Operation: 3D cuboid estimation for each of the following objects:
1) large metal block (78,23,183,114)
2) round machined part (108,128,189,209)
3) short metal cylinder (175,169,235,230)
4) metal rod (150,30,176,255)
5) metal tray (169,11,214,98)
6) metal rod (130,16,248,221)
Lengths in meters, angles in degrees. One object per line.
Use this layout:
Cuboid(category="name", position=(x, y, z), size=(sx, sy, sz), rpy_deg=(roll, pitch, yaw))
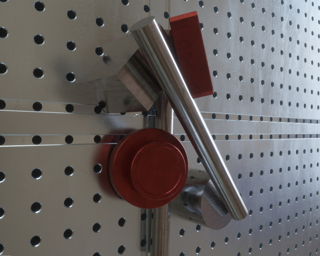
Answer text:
Cuboid(category="large metal block", position=(-0.032, -0.064, 0.349), size=(0.050, 0.080, 0.080), rpy_deg=(49, 61, -29))
Cuboid(category="round machined part", position=(-0.009, 0.049, 0.372), size=(0.099, 0.042, 0.097), rpy_deg=(0, 90, -23))
Cuboid(category="short metal cylinder", position=(0.069, 0.102, 0.454), size=(0.081, 0.050, 0.079), rpy_deg=(0, 90, -40))
Cuboid(category="metal rod", position=(0.004, 0.020, 0.415), size=(0.025, 0.025, 0.298), rpy_deg=(3, 88, -40))
Cuboid(category="metal tray", position=(0.041, -0.090, 0.391), size=(0.130, 0.030, 0.089), rpy_deg=(-63, 140, -75))
Cuboid(category="metal rod", position=(0.048, 0.014, 0.360), size=(0.025, 0.025, 0.299), rpy_deg=(-51, 128, -28))
